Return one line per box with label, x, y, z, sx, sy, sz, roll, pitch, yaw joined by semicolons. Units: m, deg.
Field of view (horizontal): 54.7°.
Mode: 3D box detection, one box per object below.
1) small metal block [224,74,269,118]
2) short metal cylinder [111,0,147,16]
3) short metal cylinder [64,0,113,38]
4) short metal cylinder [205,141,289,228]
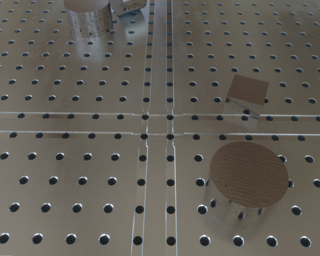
small metal block;0.125;-0.047;0.448;0.050;0.025;0.050;17;52;13
short metal cylinder;-0.067;-0.263;0.592;0.050;0.080;0.080;-26;55;-20
short metal cylinder;-0.129;-0.209;0.566;0.081;0.050;0.080;0;50;0
short metal cylinder;0.092;0.061;0.340;0.081;0.050;0.080;0;50;0
